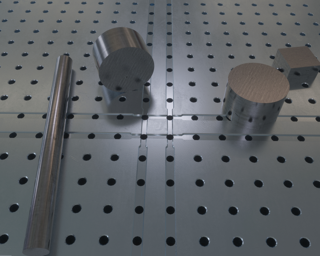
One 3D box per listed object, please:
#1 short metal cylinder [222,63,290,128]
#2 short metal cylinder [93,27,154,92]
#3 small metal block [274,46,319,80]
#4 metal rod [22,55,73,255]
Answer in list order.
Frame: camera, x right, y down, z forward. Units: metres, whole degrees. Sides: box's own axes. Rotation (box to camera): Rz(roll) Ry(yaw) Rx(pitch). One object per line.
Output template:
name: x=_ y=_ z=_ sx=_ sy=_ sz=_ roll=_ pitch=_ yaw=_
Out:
short metal cylinder: x=0.131 y=-0.046 z=0.431 sx=0.081 sy=0.050 sz=0.080 roll=0 pitch=50 yaw=0
short metal cylinder: x=-0.054 y=-0.099 z=0.455 sx=0.081 sy=0.080 sz=0.050 roll=-14 pitch=52 yaw=-12
small metal block: x=0.220 y=-0.104 z=0.497 sx=0.050 sy=0.025 sz=0.050 roll=-7 pitch=50 yaw=-6
metal rod: x=-0.137 y=0.008 z=0.399 sx=0.025 sy=0.025 sz=0.300 roll=-4 pitch=50 yaw=-4
